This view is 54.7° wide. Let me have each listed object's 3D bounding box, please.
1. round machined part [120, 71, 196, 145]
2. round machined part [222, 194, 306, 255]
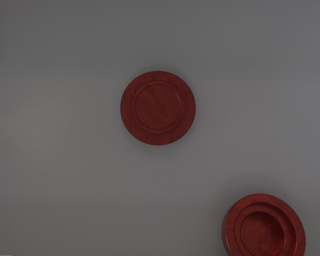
[{"bbox_3d":[-0.002,-0.026,0.403,0.099,0.042,0.097,0,90,0],"label":"round machined part"},{"bbox_3d":[0.126,0.136,0.392,0.099,0.042,0.098,2,66,-3],"label":"round machined part"}]
